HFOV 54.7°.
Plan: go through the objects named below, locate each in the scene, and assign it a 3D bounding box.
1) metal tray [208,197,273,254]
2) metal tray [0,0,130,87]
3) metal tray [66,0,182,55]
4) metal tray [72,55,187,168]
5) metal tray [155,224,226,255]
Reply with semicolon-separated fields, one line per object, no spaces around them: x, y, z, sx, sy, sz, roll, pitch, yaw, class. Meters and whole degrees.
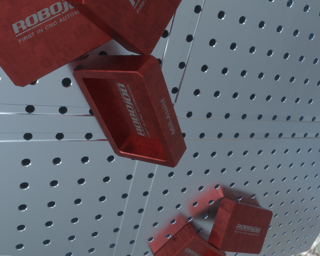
0.158;0.191;0.596;0.131;0.030;0.090;21;86;-36;metal tray
-0.100;-0.108;0.287;0.131;0.030;0.090;-31;129;-9;metal tray
-0.015;-0.145;0.283;0.090;0.030;0.130;31;88;-49;metal tray
-0.030;-0.016;0.343;0.030;0.090;0.129;-55;140;-36;metal tray
0.062;0.246;0.596;0.090;0.030;0.130;-44;130;2;metal tray
